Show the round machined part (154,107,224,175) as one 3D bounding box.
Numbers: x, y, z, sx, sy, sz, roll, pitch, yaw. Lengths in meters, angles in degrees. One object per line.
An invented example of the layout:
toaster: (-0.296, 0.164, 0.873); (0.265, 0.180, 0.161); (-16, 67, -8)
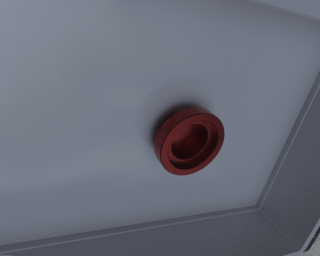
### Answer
round machined part: (0.036, 0.014, 0.428); (0.099, 0.042, 0.097); (-14, 125, -21)
